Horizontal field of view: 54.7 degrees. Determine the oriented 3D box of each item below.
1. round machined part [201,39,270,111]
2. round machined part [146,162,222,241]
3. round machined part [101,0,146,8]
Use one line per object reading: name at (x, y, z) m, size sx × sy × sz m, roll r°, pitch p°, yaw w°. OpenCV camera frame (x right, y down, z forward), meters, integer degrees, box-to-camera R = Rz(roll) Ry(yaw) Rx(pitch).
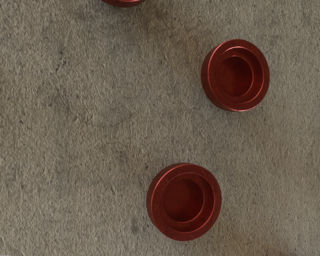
round machined part at (0.101, -0.071, 0.437) m, size 0.099 × 0.042 × 0.097 m, roll 0°, pitch 90°, yaw -20°
round machined part at (0.028, 0.094, 0.410) m, size 0.099 × 0.042 × 0.097 m, roll 0°, pitch 90°, yaw -20°
round machined part at (-0.050, -0.197, 0.381) m, size 0.099 × 0.042 × 0.097 m, roll 0°, pitch 90°, yaw -20°
